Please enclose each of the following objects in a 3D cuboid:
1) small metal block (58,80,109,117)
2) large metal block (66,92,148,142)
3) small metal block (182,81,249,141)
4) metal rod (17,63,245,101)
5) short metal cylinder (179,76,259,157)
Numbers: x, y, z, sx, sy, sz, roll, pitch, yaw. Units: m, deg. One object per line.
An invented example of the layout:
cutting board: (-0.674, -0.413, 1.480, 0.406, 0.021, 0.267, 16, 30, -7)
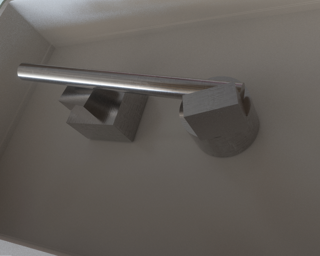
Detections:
small metal block: (-0.101, -0.047, 0.419, 0.050, 0.025, 0.050, 14, 68, 33)
large metal block: (-0.073, -0.029, 0.440, 0.080, 0.050, 0.080, 3, 63, 29)
small metal block: (0.055, -0.014, 0.301, 0.050, 0.050, 0.025, -14, 56, 20)
metal rod: (-0.053, -0.056, 0.374, 0.301, 0.025, 0.025, 9, 66, 23)
short metal cylinder: (0.069, -0.013, 0.358, 0.080, 0.050, 0.080, -13, 56, 20)
